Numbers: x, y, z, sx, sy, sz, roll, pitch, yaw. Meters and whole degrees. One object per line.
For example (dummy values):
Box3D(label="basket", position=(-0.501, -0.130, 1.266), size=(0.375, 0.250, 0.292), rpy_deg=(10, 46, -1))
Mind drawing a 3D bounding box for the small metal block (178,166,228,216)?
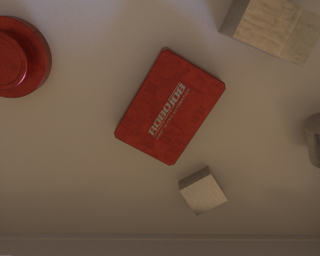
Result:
Box3D(label="small metal block", position=(0.061, 0.091, 0.446), size=(0.050, 0.025, 0.050), rpy_deg=(-30, 108, 10))

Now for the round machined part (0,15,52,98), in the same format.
Box3D(label="round machined part", position=(-0.185, -0.083, 0.369), size=(0.099, 0.042, 0.097), rpy_deg=(0, 110, -1))

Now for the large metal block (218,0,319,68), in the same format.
Box3D(label="large metal block", position=(0.119, -0.112, 0.343), size=(0.080, 0.080, 0.050), rpy_deg=(21, 109, -8))

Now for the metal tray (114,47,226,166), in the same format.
Box3D(label="metal tray", position=(0.011, -0.026, 0.399), size=(0.090, 0.030, 0.129), rpy_deg=(29, 107, -11))

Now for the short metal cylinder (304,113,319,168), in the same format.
Box3D(label="short metal cylinder", position=(0.229, 0.014, 0.390), size=(0.080, 0.080, 0.050), rpy_deg=(-16, 110, 5))
